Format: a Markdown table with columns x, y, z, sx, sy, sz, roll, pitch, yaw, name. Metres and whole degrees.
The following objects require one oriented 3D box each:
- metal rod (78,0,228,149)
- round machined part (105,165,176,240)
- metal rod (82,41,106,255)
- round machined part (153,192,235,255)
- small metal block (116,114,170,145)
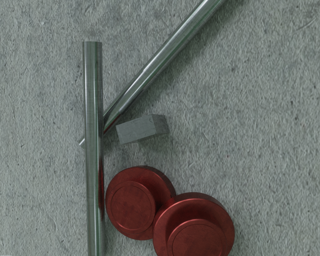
| x | y | z | sx | sy | sz | roll | pitch | yaw | name |
| --- | --- | --- | --- | --- | --- | --- | --- | --- | --- |
| -0.007 | -0.080 | 0.411 | 0.299 | 0.025 | 0.025 | -47 | 76 | 14 | metal rod |
| -0.030 | 0.101 | 0.411 | 0.098 | 0.042 | 0.097 | 0 | 90 | 20 | round machined part |
| -0.088 | 0.038 | 0.418 | 0.025 | 0.025 | 0.298 | 4 | 100 | 20 | metal rod |
| 0.041 | 0.130 | 0.366 | 0.099 | 0.042 | 0.097 | -1 | 100 | -4 | round machined part |
| -0.021 | 0.002 | 0.403 | 0.050 | 0.050 | 0.025 | -18 | 84 | 19 | small metal block |
